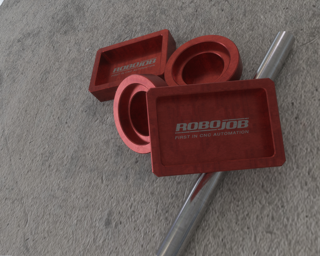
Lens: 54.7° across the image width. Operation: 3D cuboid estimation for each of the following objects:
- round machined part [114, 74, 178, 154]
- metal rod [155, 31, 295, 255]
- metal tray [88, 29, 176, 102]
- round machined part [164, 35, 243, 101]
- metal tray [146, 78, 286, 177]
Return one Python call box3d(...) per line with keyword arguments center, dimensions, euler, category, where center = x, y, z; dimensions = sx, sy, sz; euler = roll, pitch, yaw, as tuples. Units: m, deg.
box3d(center=(-0.012, -0.019, 0.390), dimensions=(0.098, 0.042, 0.097), euler=(12, 107, 44), category="round machined part")
box3d(center=(0.082, 0.011, 0.354), dimensions=(0.025, 0.025, 0.300), euler=(21, 73, 36), category="metal rod")
box3d(center=(-0.042, -0.096, 0.481), dimensions=(0.130, 0.030, 0.090), euler=(-10, 57, 23), category="metal tray")
box3d(center=(0.059, -0.071, 0.405), dimensions=(0.098, 0.042, 0.098), euler=(-13, 56, 20), category="round machined part")
box3d(center=(0.054, 0.000, 0.321), dimensions=(0.131, 0.030, 0.090), euler=(-5, 81, 0), category="metal tray")
